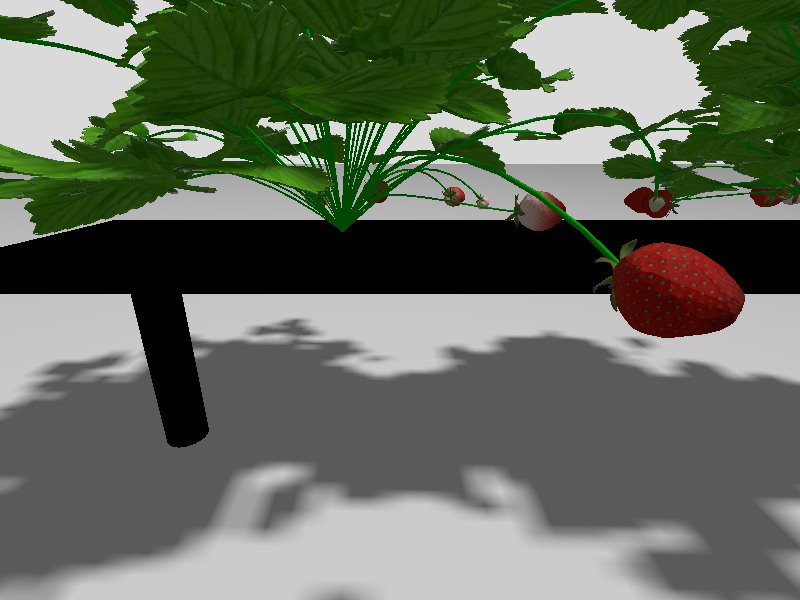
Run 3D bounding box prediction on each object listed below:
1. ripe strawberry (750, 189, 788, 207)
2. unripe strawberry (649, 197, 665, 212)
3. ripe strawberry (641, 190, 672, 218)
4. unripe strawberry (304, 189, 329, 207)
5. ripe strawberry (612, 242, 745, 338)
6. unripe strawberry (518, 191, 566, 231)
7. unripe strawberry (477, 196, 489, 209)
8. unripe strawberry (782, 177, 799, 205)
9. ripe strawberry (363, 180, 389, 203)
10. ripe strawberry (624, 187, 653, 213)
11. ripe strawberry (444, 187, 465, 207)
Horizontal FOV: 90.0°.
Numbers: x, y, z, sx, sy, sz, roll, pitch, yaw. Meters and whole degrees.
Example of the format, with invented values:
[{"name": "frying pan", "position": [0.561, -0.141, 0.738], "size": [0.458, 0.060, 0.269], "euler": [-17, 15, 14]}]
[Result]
[{"name": "ripe strawberry", "position": [0.454, -0.131, 0.495], "size": [0.035, 0.032, 0.032], "euler": [7, 21, 18]}, {"name": "unripe strawberry", "position": [0.194, -0.072, 0.303], "size": [0.011, 0.011, 0.010], "euler": [3, 21, 9]}, {"name": "ripe strawberry", "position": [0.266, -0.100, 0.415], "size": [0.027, 0.028, 0.025], "euler": [10, 23, 27]}, {"name": "unripe strawberry", "position": [-0.103, -0.129, 0.494], "size": [0.032, 0.027, 0.032], "euler": [-7, 21, -17]}, {"name": "ripe strawberry", "position": [0.099, -0.003, 0.144], "size": [0.039, 0.033, 0.039], "euler": [-14, 29, -32]}, {"name": "unripe strawberry", "position": [0.120, -0.076, 0.341], "size": [0.039, 0.033, 0.039], "euler": [1, 20, 1]}, {"name": "unripe strawberry", "position": [0.100, -0.115, 0.478], "size": [0.015, 0.016, 0.016], "euler": [21, -8, 44]}, {"name": "unripe strawberry", "position": [0.513, -0.143, 0.520], "size": [0.033, 0.037, 0.036], "euler": [12, 23, 29]}, {"name": "ripe strawberry", "position": [-0.031, -0.141, 0.525], "size": [0.034, 0.030, 0.034], "euler": [2, -8, 5]}, {"name": "ripe strawberry", "position": [0.267, -0.111, 0.447], "size": [0.028, 0.028, 0.031], "euler": [15, 25, 36]}, {"name": "ripe strawberry", "position": [0.069, -0.128, 0.499], "size": [0.027, 0.024, 0.024], "euler": [14, 18, 34]}]
